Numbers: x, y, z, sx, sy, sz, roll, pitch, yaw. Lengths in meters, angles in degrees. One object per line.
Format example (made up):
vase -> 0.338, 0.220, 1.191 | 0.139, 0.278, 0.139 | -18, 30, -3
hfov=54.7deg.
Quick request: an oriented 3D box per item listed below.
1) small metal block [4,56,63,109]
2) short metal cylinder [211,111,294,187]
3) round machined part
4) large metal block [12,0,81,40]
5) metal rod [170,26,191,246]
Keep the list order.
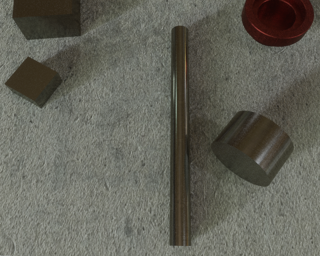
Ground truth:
small metal block -> -0.174, -0.063, 0.429 | 0.050, 0.025, 0.050 | 29, 72, 9
short metal cylinder -> 0.109, 0.025, 0.371 | 0.080, 0.080, 0.050 | 38, 74, 12
round machined part -> 0.170, -0.161, 0.460 | 0.099, 0.042, 0.098 | 0, 70, -1
large metal block -> -0.164, -0.182, 0.459 | 0.081, 0.050, 0.080 | -5, 70, -2
metal rod -> 0.027, -0.004, 0.409 | 0.025, 0.025, 0.299 | 1, 70, 0
